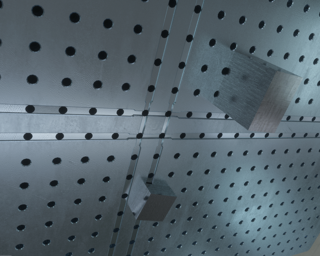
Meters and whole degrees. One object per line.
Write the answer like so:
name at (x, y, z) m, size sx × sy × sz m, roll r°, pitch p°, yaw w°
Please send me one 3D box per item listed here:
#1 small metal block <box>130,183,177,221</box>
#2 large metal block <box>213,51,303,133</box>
small metal block at (-0.010, 0.116, 0.480) m, size 0.050 × 0.025 × 0.050 m, roll 16°, pitch 110°, yaw -35°
large metal block at (0.127, -0.049, 0.417) m, size 0.050 × 0.080 × 0.079 m, roll 6°, pitch 116°, yaw -31°
